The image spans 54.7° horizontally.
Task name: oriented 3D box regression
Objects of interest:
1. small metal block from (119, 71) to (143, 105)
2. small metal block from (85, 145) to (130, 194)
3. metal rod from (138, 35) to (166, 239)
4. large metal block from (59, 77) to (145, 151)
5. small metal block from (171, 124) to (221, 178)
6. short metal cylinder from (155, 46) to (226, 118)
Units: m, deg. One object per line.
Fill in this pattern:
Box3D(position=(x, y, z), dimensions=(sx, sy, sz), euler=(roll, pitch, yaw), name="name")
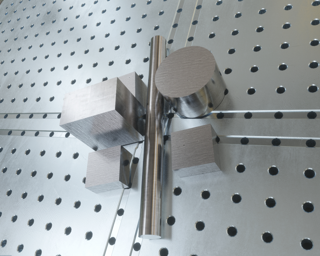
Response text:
Box3D(position=(-0.054, -0.051, 0.466), dimensions=(0.050, 0.025, 0.050), euler=(-16, 55, 18), name="small metal block")
Box3D(position=(-0.068, 0.055, 0.409), dimensions=(0.050, 0.025, 0.050), euler=(-14, 56, 19), name="small metal block")
Box3D(position=(-0.007, -0.009, 0.416), dimensions=(0.025, 0.025, 0.299), euler=(-12, 57, 21), name="metal rod")
Box3D(position=(-0.073, -0.015, 0.417), dimensions=(0.080, 0.080, 0.050), euler=(-14, 56, 20), name="large metal block")
Box3D(position=(0.042, 0.027, 0.368), dimensions=(0.050, 0.025, 0.050), euler=(-14, 56, 20), name="small metal block")
Box3D(position=(0.040, -0.060, 0.406), dimensions=(0.080, 0.050, 0.080), euler=(-13, 56, 20), name="short metal cylinder")
